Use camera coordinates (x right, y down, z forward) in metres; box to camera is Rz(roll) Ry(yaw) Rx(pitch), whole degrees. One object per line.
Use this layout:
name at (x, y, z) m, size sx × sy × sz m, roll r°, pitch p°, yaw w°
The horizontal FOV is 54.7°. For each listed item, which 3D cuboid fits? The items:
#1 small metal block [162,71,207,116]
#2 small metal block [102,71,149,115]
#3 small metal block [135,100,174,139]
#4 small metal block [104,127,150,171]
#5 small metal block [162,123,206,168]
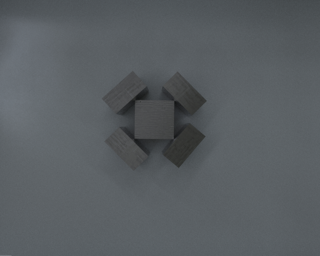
small metal block at (0.029, -0.042, 0.397) m, size 0.025 × 0.050 × 0.050 m, roll -45°, pitch 91°, yaw -1°
small metal block at (-0.042, -0.043, 0.396) m, size 0.050 × 0.050 × 0.025 m, roll -42°, pitch 90°, yaw 1°
small metal block at (-0.007, -0.011, 0.409) m, size 0.050 × 0.025 × 0.050 m, roll 1°, pitch 90°, yaw 0°
small metal block at (-0.040, 0.025, 0.397) m, size 0.025 × 0.050 × 0.050 m, roll -45°, pitch 90°, yaw 1°
small metal block at (0.029, 0.021, 0.397) m, size 0.025 × 0.050 × 0.050 m, roll 40°, pitch 89°, yaw -1°
